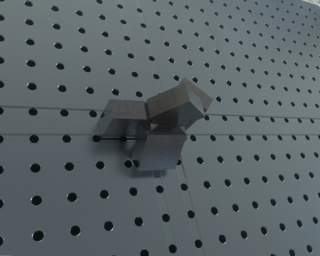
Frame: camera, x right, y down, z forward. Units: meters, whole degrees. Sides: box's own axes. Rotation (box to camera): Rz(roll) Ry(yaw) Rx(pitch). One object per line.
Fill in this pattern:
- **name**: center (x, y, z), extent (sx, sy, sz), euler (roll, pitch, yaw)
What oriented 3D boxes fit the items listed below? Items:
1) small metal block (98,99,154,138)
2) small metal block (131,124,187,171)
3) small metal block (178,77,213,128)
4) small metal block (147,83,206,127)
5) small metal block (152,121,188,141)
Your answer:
- **small metal block**: center (-0.042, -0.010, 0.374), extent (0.050, 0.050, 0.025), euler (1, 62, -27)
- **small metal block**: center (-0.002, 0.023, 0.373), extent (0.050, 0.050, 0.025), euler (1, 30, -27)
- **small metal block**: center (0.037, -0.034, 0.432), extent (0.050, 0.050, 0.025), euler (37, 50, -4)
- **small metal block**: center (0.020, -0.024, 0.372), extent (0.050, 0.050, 0.025), euler (34, 39, -56)
- **small metal block**: center (0.004, -0.003, 0.411), extent (0.050, 0.025, 0.050), euler (2, 61, -28)
